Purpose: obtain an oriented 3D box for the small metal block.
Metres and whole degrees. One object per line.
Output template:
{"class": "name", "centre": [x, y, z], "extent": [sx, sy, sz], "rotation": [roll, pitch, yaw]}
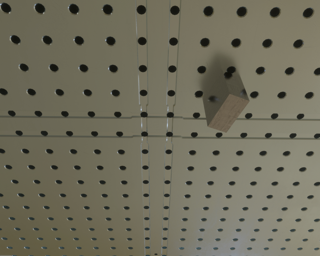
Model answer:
{"class": "small metal block", "centre": [0.077, -0.032, 0.369], "extent": [0.025, 0.050, 0.050], "rotation": [18, 128, -14]}
